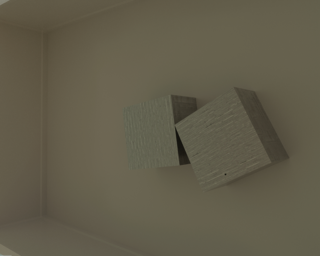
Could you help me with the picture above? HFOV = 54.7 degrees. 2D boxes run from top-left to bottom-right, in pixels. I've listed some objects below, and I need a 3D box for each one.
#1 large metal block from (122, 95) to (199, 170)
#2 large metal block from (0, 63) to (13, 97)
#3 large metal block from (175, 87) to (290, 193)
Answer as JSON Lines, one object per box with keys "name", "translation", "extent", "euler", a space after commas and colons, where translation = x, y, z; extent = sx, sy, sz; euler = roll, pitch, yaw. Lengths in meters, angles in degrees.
{"name": "large metal block", "translation": [0.003, 0.008, 0.388], "extent": [0.080, 0.050, 0.080], "euler": [-11, 83, 39]}
{"name": "large metal block", "translation": [-0.393, -0.109, 0.699], "extent": [0.080, 0.081, 0.050], "euler": [-27, 73, 37]}
{"name": "large metal block", "translation": [0.074, 0.014, 0.330], "extent": [0.080, 0.050, 0.080], "euler": [-34, 69, 35]}
